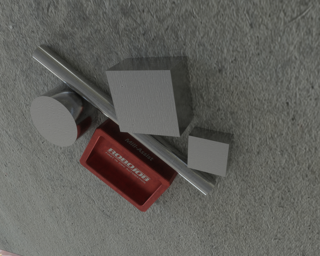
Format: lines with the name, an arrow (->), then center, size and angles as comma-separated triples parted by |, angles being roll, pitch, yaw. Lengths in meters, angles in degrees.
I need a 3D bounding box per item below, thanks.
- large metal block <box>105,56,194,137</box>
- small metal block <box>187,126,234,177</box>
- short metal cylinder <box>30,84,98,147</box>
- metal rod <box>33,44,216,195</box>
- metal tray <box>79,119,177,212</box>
large metal block -> -0.009, -0.039, 0.371 | 0.080, 0.050, 0.079 | 4, 121, 25
small metal block -> 0.063, 0.029, 0.393 | 0.050, 0.025, 0.050 | 12, 124, 21
short metal cylinder -> -0.138, -0.020, 0.450 | 0.080, 0.050, 0.079 | 13, 124, 20
metal rod -> -0.049, -0.012, 0.424 | 0.300, 0.025, 0.025 | 39, 129, 1
metal tray -> -0.050, 0.058, 0.466 | 0.130, 0.030, 0.089 | 38, 129, 2
